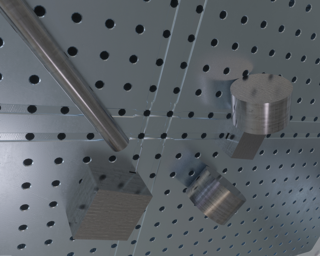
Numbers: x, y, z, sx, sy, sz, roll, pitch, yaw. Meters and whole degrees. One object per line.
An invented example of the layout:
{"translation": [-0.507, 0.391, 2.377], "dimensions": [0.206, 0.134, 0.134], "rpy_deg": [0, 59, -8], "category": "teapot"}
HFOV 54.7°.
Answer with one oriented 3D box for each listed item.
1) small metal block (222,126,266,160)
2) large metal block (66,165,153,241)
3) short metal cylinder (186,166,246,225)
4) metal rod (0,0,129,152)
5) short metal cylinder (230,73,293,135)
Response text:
{"translation": [0.136, 0.022, 0.500], "dimensions": [0.050, 0.025, 0.050], "rpy_deg": [7, 115, -32], "category": "small metal block"}
{"translation": [-0.070, 0.104, 0.421], "dimensions": [0.081, 0.050, 0.080], "rpy_deg": [17, 110, -35], "category": "large metal block"}
{"translation": [0.088, 0.106, 0.490], "dimensions": [0.080, 0.080, 0.050], "rpy_deg": [32, 100, -38], "category": "short metal cylinder"}
{"translation": [-0.112, -0.078, 0.301], "dimensions": [0.025, 0.025, 0.299], "rpy_deg": [-36, 129, -5], "category": "metal rod"}
{"translation": [0.140, -0.035, 0.431], "dimensions": [0.081, 0.080, 0.050], "rpy_deg": [-22, 127, -15], "category": "short metal cylinder"}
